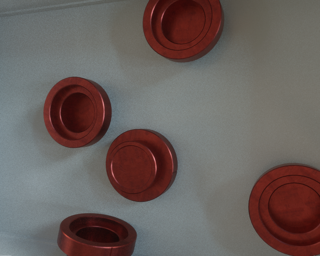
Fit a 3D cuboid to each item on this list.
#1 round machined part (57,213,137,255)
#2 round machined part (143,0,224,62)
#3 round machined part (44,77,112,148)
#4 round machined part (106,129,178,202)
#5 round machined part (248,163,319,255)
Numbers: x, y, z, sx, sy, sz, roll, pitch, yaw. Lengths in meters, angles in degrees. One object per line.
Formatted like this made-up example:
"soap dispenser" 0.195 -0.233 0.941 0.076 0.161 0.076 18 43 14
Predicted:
"round machined part" -0.082 0.150 0.401 0.098 0.098 0.042 13 95 19
"round machined part" 0.032 -0.131 0.390 0.098 0.042 0.097 0 90 20
"round machined part" -0.112 -0.022 0.441 0.098 0.042 0.097 0 90 20
"round machined part" -0.029 0.050 0.412 0.098 0.042 0.097 0 90 20
"round machined part" 0.152 0.088 0.348 0.098 0.042 0.097 0 90 20
